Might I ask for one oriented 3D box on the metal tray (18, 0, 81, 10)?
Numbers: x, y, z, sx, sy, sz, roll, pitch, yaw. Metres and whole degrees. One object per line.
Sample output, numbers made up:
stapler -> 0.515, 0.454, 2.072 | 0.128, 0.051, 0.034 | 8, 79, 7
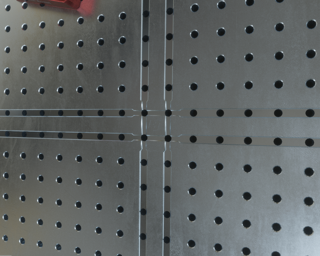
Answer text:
metal tray -> -0.176, -0.237, 0.470 | 0.130, 0.030, 0.089 | 16, 95, 19
